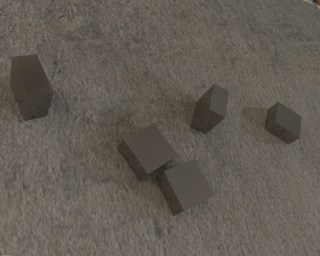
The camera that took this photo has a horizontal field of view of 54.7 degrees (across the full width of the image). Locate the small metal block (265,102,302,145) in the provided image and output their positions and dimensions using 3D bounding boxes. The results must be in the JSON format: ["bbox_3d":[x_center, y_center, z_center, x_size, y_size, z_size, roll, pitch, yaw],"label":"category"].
[{"bbox_3d":[0.209,-0.009,0.525,0.050,0.025,0.050,32,51,-8],"label":"small metal block"}]

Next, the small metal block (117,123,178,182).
[{"bbox_3d":[-0.016,0.029,0.379,0.050,0.025,0.050,-28,78,-38],"label":"small metal block"}]

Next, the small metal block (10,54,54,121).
[{"bbox_3d":[-0.142,-0.043,0.339,0.025,0.050,0.050,-17,71,-35],"label":"small metal block"}]

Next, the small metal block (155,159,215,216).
[{"bbox_3d":[0.030,0.071,0.378,0.050,0.025,0.050,-17,71,-35],"label":"small metal block"}]

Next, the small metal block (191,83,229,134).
[{"bbox_3d":[0.072,-0.027,0.445,0.025,0.050,0.050,26,52,-13],"label":"small metal block"}]
